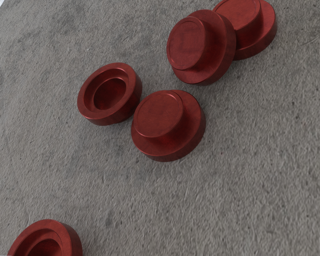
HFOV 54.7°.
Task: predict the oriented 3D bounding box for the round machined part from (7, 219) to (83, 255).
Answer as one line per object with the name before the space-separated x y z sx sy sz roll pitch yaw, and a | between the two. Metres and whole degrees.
round machined part | -0.131 0.161 0.363 0.098 0.042 0.098 -13 56 21

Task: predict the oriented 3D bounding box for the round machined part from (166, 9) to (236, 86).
round machined part | 0.046 -0.106 0.405 0.098 0.042 0.097 -3 85 48

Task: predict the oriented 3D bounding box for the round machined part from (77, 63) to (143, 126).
round machined part | -0.069 -0.045 0.457 0.098 0.042 0.098 -13 56 21

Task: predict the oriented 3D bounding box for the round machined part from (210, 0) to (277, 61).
round machined part | 0.107 -0.144 0.425 0.098 0.042 0.098 -13 56 21

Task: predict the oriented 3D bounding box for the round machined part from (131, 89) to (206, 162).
round machined part | 0.005 -0.009 0.396 0.098 0.042 0.098 -13 56 21
